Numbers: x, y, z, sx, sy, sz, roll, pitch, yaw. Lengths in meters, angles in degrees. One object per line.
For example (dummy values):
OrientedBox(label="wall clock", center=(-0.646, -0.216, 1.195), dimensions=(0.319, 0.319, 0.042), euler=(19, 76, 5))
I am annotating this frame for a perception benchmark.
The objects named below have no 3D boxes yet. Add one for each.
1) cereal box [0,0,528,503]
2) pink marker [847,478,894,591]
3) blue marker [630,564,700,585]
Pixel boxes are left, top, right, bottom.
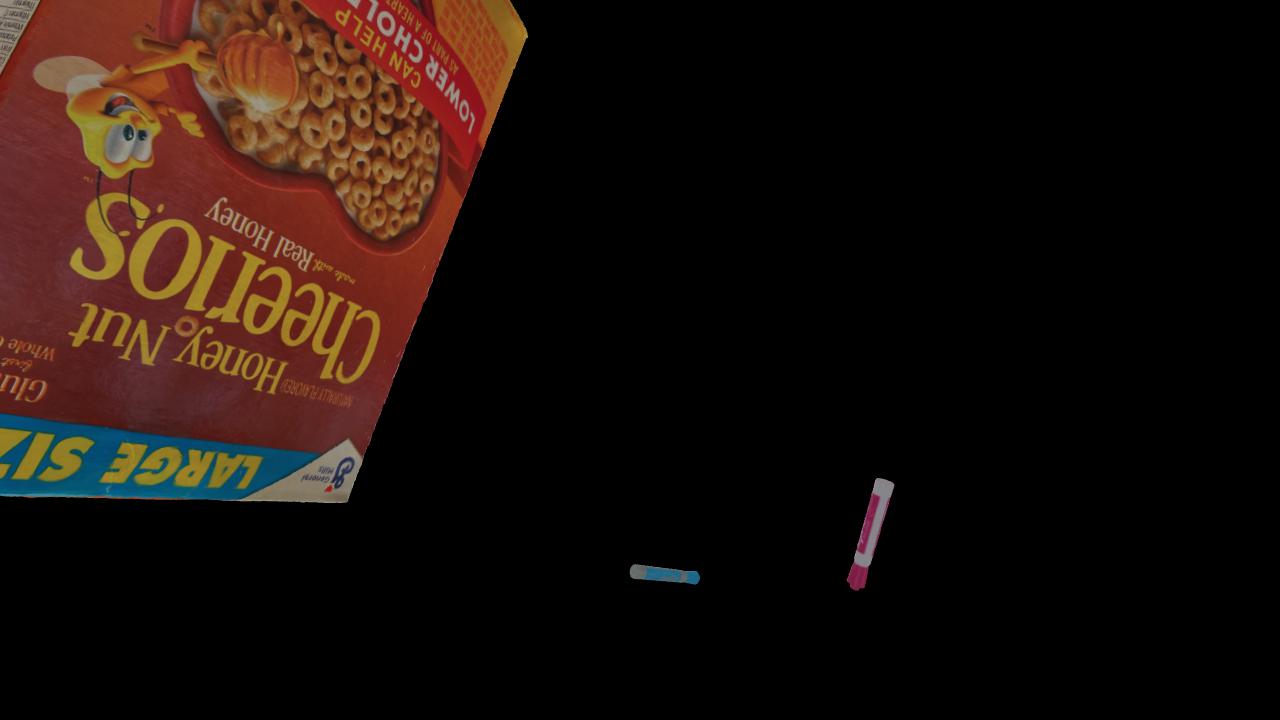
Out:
OrientedBox(label="cereal box", center=(-0.168, -0.091, 0.276), dimensions=(0.081, 0.306, 0.203), euler=(14, -10, 18))
OrientedBox(label="pink marker", center=(0.240, 0.184, 0.643), dimensions=(0.020, 0.121, 0.020), euler=(13, 7, -2))
OrientedBox(label="blue marker", center=(0.038, 0.301, 0.863), dimensions=(0.121, 0.020, 0.020), euler=(20, -11, -35))
